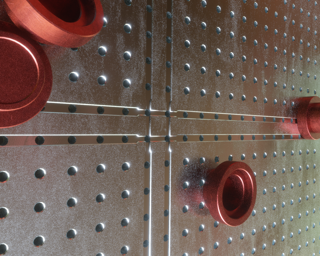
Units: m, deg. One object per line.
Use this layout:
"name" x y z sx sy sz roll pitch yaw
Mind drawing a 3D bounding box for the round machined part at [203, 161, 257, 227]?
"round machined part" 0.106 0.100 0.485 0.099 0.042 0.097 0 90 -40

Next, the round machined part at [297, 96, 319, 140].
"round machined part" 0.348 -0.022 0.688 0.099 0.042 0.097 0 90 -40

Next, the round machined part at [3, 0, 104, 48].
"round machined part" -0.105 -0.119 0.293 0.098 0.042 0.098 32 44 -38

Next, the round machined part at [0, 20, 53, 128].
"round machined part" -0.144 -0.048 0.277 0.099 0.042 0.097 0 90 -40
